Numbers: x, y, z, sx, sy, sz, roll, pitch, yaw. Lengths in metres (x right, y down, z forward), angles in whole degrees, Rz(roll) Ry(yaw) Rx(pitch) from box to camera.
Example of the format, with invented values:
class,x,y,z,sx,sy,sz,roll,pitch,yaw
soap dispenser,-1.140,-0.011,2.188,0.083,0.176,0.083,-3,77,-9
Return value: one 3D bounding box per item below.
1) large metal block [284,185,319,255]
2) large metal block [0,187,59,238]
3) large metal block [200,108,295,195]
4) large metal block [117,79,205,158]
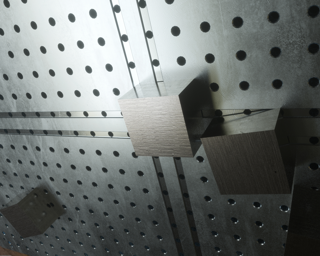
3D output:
class,x,y,z,sx,sy,sz,roll,pitch,yaw
large metal block,0.188,0.116,0.348,0.080,0.080,0.050,8,122,24
large metal block,-0.275,0.180,0.653,0.080,0.050,0.080,-23,106,36
large metal block,0.103,0.029,0.359,0.080,0.050,0.080,-9,114,32
large metal block,0.005,-0.011,0.386,0.080,0.050,0.080,-1,118,29
